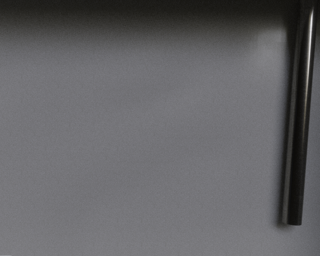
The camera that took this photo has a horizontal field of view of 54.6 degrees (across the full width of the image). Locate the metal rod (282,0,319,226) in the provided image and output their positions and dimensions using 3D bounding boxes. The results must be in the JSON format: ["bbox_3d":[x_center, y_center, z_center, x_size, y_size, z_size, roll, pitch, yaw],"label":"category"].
[{"bbox_3d":[0.186,-0.023,0.412,0.025,0.025,0.298,4,90,0],"label":"metal rod"}]
